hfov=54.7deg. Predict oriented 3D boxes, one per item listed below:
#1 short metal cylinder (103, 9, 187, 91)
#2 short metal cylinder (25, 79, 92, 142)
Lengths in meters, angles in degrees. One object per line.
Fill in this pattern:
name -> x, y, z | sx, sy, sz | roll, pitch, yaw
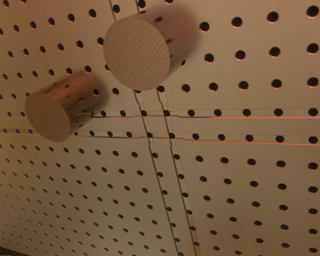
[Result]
short metal cylinder -> -0.016, -0.088, 0.349 | 0.080, 0.050, 0.079 | 13, 124, 21
short metal cylinder -> -0.149, -0.026, 0.458 | 0.080, 0.050, 0.079 | 13, 124, 21
